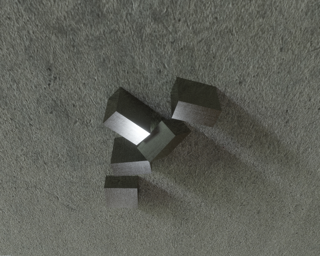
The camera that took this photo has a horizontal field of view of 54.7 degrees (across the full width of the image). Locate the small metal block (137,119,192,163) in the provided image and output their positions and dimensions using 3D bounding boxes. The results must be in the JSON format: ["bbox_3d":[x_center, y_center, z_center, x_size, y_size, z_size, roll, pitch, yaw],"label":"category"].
[{"bbox_3d":[0.006,0.015,0.397,0.025,0.050,0.050,49,114,15],"label":"small metal block"}]

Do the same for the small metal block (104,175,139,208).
[{"bbox_3d":[-0.060,0.102,0.493,0.050,0.025,0.050,1,130,-1],"label":"small metal block"}]

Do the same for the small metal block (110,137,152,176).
[{"bbox_3d":[-0.037,0.037,0.422,0.050,0.050,0.025,-5,130,5],"label":"small metal block"}]

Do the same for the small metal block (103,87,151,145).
[{"bbox_3d":[-0.038,-0.015,0.378,0.050,0.050,0.025,35,122,-26],"label":"small metal block"}]

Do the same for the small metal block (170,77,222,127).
[{"bbox_3d":[0.041,-0.031,0.365,0.050,0.050,0.025,12,129,-11],"label":"small metal block"}]
